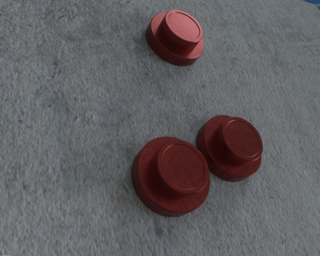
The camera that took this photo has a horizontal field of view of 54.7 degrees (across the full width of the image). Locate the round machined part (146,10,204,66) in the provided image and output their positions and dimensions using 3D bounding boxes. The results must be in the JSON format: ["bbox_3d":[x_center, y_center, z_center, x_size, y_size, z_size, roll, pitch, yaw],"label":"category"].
[{"bbox_3d":[0.030,-0.152,0.504,0.099,0.042,0.098,14,56,-21],"label":"round machined part"}]

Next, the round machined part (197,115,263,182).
[{"bbox_3d":[0.105,0.023,0.437,0.099,0.042,0.098,14,56,-21],"label":"round machined part"}]

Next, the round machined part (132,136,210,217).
[{"bbox_3d":[0.019,0.053,0.372,0.099,0.042,0.098,14,56,-21],"label":"round machined part"}]
